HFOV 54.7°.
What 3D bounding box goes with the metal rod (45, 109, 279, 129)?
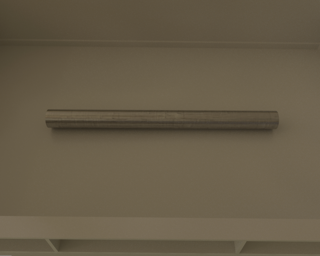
[{"bbox_3d":[0.003,-0.012,0.412,0.302,0.025,0.025,0,50,0],"label":"metal rod"}]
